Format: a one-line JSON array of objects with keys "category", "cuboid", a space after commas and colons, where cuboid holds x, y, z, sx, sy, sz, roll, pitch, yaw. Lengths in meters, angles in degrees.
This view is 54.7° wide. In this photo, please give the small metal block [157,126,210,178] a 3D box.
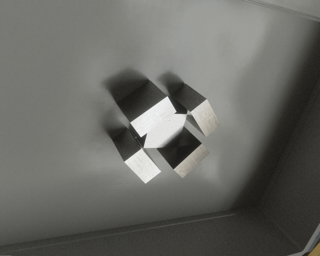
[{"category": "small metal block", "cuboid": [0.031, 0.032, 0.426, 0.050, 0.050, 0.025, -43, 130, 0]}]

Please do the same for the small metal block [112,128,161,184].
[{"category": "small metal block", "cuboid": [-0.030, 0.035, 0.395, 0.025, 0.050, 0.050, -38, 129, -2]}]

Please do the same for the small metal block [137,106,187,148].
[{"category": "small metal block", "cuboid": [0.002, -0.002, 0.406, 0.050, 0.025, 0.050, 1, 118, -29]}]

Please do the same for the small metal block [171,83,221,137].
[{"category": "small metal block", "cuboid": [0.046, -0.023, 0.400, 0.025, 0.050, 0.050, -39, 130, -3]}]

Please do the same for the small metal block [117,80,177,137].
[{"category": "small metal block", "cuboid": [-0.017, -0.024, 0.366, 0.050, 0.050, 0.025, -36, 128, -4]}]
